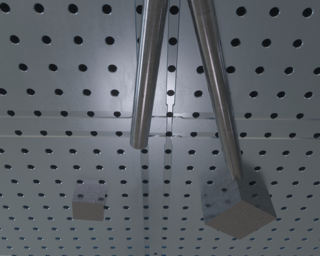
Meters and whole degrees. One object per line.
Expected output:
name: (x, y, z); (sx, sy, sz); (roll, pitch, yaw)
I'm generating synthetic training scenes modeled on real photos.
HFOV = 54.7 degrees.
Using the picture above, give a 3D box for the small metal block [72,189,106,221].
small metal block: (-0.119, 0.130, 0.521); (0.050, 0.025, 0.050); (6, 130, -6)

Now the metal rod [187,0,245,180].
metal rod: (0.074, -0.039, 0.378); (0.025, 0.025, 0.299); (-13, 129, 10)

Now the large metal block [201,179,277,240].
large metal block: (0.127, 0.131, 0.508); (0.080, 0.050, 0.080); (30, 124, -23)

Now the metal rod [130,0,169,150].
metal rod: (-0.010, -0.092, 0.333); (0.025, 0.025, 0.298); (6, 130, -5)
